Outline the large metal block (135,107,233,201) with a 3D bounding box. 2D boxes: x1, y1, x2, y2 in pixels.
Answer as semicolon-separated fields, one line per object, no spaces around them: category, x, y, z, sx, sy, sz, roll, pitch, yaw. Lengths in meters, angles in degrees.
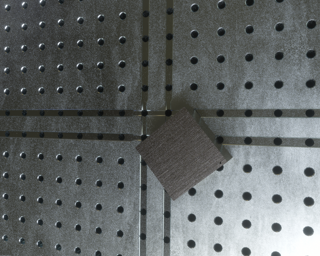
large metal block;0.031;0.031;0.388;0.080;0.050;0.080;-40;78;15
